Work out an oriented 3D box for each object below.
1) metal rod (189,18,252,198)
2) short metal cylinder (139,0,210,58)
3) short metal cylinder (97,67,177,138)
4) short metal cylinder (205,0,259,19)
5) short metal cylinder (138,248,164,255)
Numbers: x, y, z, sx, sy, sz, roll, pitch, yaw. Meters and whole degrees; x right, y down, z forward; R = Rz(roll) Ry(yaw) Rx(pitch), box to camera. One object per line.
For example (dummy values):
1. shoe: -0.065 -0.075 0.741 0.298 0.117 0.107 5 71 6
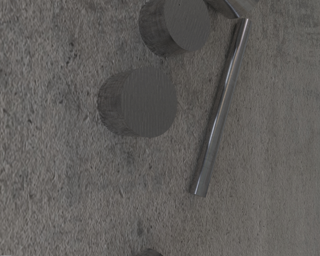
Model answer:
1. metal rod: 0.099 -0.040 0.487 0.025 0.025 0.299 29 72 -37
2. short metal cylinder: 0.020 -0.136 0.405 0.081 0.050 0.079 0 90 -40
3. short metal cylinder: -0.026 -0.029 0.367 0.081 0.050 0.079 0 90 -40
4. short metal cylinder: 0.108 -0.211 0.459 0.050 0.080 0.080 24 75 -38
5. short metal cylinder: -0.009 0.191 0.362 0.050 0.080 0.080 -34 111 -35
